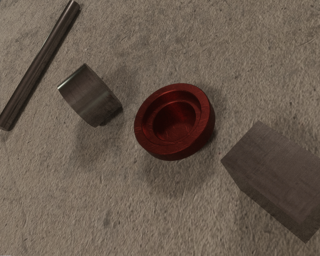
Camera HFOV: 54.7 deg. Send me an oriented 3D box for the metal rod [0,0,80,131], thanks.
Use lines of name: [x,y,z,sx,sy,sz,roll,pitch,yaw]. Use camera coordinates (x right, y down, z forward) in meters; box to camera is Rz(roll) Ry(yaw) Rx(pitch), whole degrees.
metal rod: [-0.231,-0.130,0.601,0.025,0.025,0.300,8,65,31]

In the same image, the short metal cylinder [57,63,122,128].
short metal cylinder: [-0.100,-0.047,0.448,0.050,0.080,0.080,-40,51,1]

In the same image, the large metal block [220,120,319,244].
large metal block: [0.111,0.050,0.280,0.050,0.080,0.080,-46,52,-4]

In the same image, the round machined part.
round machined part: [0.021,-0.004,0.383,0.098,0.042,0.098,-13,56,20]
